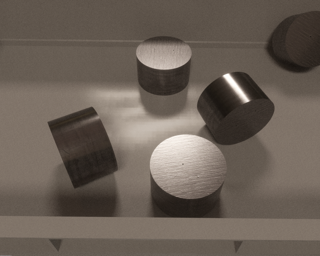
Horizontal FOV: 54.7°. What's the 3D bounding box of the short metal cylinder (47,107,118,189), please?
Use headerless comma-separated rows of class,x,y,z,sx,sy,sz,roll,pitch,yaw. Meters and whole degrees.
short metal cylinder,-0.087,0.022,0.350,0.050,0.080,0.080,-22,54,-18

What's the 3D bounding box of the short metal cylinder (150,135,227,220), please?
short metal cylinder,0.030,0.054,0.344,0.081,0.050,0.080,0,50,0

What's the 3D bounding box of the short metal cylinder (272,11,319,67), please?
short metal cylinder,0.222,-0.135,0.477,0.081,0.079,0.050,-2,14,-2

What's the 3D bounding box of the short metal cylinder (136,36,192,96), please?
short metal cylinder,0.006,-0.095,0.469,0.081,0.050,0.080,0,50,0

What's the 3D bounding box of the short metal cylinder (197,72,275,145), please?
short metal cylinder,0.094,-0.024,0.390,0.081,0.080,0.050,-16,52,-14
